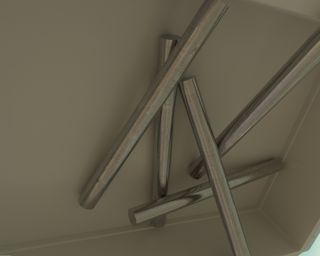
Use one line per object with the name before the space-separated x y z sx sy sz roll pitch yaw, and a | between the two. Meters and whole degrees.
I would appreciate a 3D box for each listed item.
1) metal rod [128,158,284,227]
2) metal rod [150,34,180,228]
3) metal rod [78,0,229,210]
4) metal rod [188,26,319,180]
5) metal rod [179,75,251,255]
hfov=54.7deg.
metal rod | 0.090 0.095 0.498 0.303 0.025 0.025 -12 124 -30
metal rod | 0.005 0.025 0.427 0.025 0.025 0.298 -11 123 -23
metal rod | -0.020 -0.015 0.367 0.025 0.025 0.298 19 115 -36
metal rod | 0.114 -0.018 0.382 0.025 0.025 0.298 0 144 -29
metal rod | 0.081 0.073 0.429 0.025 0.025 0.298 -24 107 -14
